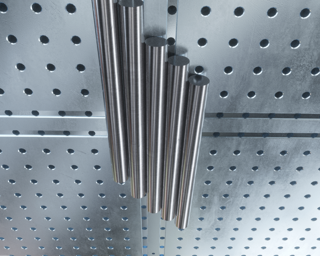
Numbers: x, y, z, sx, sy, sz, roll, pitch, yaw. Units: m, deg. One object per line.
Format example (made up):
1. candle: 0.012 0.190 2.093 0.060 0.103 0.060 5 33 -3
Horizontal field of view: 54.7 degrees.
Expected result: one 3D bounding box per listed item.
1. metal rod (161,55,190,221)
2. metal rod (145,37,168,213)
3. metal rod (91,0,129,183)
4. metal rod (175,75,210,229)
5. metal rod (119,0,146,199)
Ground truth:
1. metal rod: 0.017 0.038 0.443 0.025 0.025 0.298 1 130 -1
2. metal rod: -0.007 0.021 0.428 0.025 0.025 0.298 1 130 -1
3. metal rod: -0.057 -0.039 0.377 0.025 0.025 0.298 1 130 -1
4. metal rod: 0.042 0.057 0.460 0.025 0.025 0.298 1 130 -1
5. metal rod: -0.032 -0.010 0.401 0.025 0.025 0.298 1 130 -1
